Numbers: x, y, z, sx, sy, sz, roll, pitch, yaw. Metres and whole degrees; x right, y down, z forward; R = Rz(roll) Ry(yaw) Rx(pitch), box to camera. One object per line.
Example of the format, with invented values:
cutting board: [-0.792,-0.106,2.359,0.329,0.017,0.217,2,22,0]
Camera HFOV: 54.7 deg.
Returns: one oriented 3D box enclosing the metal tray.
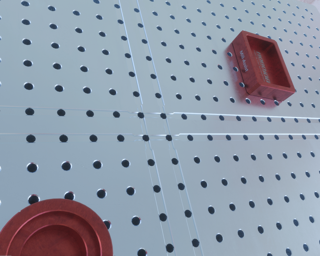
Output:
metal tray: [0.194,-0.118,0.584,0.091,0.030,0.130,7,59,-25]

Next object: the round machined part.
round machined part: [-0.096,0.116,0.275,0.099,0.042,0.098,14,56,-21]
